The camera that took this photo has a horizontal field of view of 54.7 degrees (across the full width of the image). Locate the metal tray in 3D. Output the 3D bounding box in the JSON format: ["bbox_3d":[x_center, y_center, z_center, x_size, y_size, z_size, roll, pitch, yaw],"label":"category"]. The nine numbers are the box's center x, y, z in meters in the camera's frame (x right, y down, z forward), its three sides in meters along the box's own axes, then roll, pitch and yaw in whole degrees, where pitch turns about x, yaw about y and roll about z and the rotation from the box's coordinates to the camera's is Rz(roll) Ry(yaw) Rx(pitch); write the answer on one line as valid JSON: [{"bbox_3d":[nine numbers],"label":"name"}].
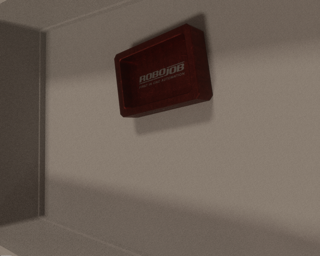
[{"bbox_3d":[-0.001,-0.068,0.402,0.130,0.030,0.089,-11,83,39],"label":"metal tray"}]
